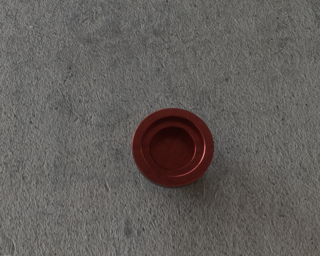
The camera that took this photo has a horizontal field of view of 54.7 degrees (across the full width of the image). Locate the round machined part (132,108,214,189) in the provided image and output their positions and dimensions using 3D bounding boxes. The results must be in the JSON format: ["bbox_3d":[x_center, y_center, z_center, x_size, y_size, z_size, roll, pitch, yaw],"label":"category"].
[{"bbox_3d":[0.015,0.027,0.390,0.099,0.042,0.098,0,70,-1],"label":"round machined part"}]
